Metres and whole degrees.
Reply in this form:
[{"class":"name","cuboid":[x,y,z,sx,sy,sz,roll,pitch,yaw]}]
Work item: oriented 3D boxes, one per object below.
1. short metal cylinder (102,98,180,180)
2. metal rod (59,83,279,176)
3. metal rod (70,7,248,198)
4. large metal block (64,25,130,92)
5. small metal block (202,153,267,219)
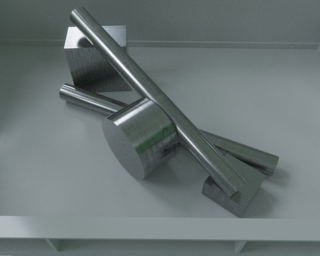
[{"class":"short metal cylinder","cuboid":[-0.023,0.012,0.356,0.050,0.080,0.080,-33,58,-25]},{"class":"metal rod","cuboid":[0.000,-0.004,0.406,0.301,0.025,0.025,20,53,15]},{"class":"metal rod","cuboid":[-0.014,-0.043,0.364,0.025,0.025,0.300,-33,70,-25]},{"class":"large metal block","cuboid":[-0.086,-0.099,0.450,0.081,0.080,0.050,-3,50,-3]},{"class":"small metal block","cuboid":[0.083,0.064,0.351,0.050,0.025,0.050,31,56,23]}]
